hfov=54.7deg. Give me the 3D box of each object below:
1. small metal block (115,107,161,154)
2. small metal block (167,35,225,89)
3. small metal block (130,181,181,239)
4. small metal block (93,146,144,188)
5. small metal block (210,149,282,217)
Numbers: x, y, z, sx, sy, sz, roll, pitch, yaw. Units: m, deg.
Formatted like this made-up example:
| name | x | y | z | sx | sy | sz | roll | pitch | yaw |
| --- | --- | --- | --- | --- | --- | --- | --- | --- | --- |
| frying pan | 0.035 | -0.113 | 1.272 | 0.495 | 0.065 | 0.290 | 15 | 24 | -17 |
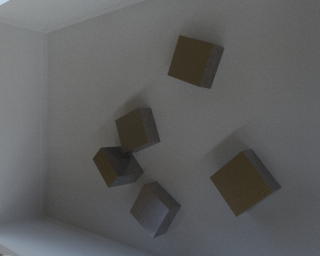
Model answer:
| name | x | y | z | sx | sy | sz | roll | pitch | yaw |
| --- | --- | --- | --- | --- | --- | --- | --- | --- | --- |
| small metal block | -0.032 | 0.004 | 0.433 | 0.050 | 0.025 | 0.050 | -25 | 74 | 37 |
| small metal block | 0.042 | -0.079 | 0.372 | 0.050 | 0.025 | 0.050 | 27 | 107 | 36 |
| small metal block | -0.007 | 0.108 | 0.413 | 0.050 | 0.025 | 0.050 | 40 | 115 | 32 |
| small metal block | -0.059 | 0.053 | 0.439 | 0.025 | 0.050 | 0.050 | -50 | 61 | 28 |
| small metal block | 0.091 | 0.058 | 0.332 | 0.050 | 0.025 | 0.050 | -47 | 62 | 29 |
